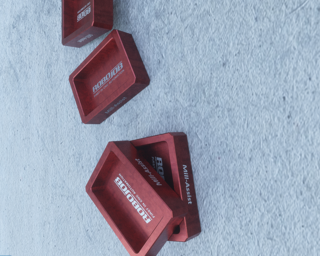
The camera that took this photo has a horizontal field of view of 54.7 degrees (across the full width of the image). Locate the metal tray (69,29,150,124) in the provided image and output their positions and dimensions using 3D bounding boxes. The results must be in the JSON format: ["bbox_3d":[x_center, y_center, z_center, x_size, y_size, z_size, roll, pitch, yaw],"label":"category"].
[{"bbox_3d":[-0.081,-0.073,0.468,0.130,0.030,0.090,-33,69,35],"label":"metal tray"}]

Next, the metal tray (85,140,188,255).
[{"bbox_3d":[-0.036,0.088,0.391,0.130,0.030,0.089,45,117,30],"label":"metal tray"}]

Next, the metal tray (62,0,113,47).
[{"bbox_3d":[-0.115,-0.182,0.476,0.130,0.030,0.089,0,90,54],"label":"metal tray"}]

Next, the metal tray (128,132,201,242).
[{"bbox_3d":[-0.001,0.076,0.402,0.090,0.030,0.129,-13,82,39],"label":"metal tray"}]
